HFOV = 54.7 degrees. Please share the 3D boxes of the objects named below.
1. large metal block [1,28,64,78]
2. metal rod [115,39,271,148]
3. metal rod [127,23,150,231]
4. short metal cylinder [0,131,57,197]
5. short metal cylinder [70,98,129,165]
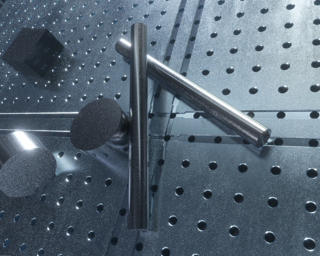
[{"bbox_3d":[-0.254,-0.151,0.619,0.080,0.050,0.080,15,69,34],"label":"large metal block"},{"bbox_3d":[0.024,-0.064,0.434,0.025,0.025,0.300,-47,51,-4],"label":"metal rod"},{"bbox_3d":[-0.028,-0.019,0.415,0.025,0.025,0.299,-13,62,21],"label":"metal rod"},{"bbox_3d":[-0.199,0.052,0.446,0.050,0.080,0.080,34,81,38],"label":"short metal cylinder"},{"bbox_3d":[-0.076,0.005,0.429,0.080,0.050,0.080,-13,56,21],"label":"short metal cylinder"}]
